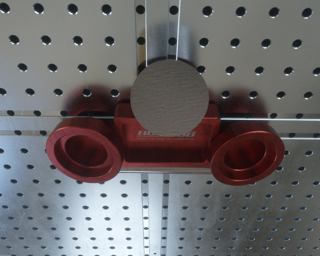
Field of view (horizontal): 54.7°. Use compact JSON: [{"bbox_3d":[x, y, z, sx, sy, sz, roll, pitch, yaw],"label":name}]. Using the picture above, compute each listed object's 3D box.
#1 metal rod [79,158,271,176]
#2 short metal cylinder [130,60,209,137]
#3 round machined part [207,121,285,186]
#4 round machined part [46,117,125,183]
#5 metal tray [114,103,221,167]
[{"bbox_3d":[0.010,0.055,0.453,0.302,0.025,0.025,1,130,-2],"label":"metal rod"},{"bbox_3d":[0.010,-0.035,0.341,0.081,0.050,0.079,0,104,0],"label":"short metal cylinder"},{"bbox_3d":[0.110,0.029,0.415,0.099,0.042,0.097,-5,129,-6],"label":"round machined part"},{"bbox_3d":[-0.094,0.025,0.409,0.099,0.042,0.097,5,128,6],"label":"round machined part"},{"bbox_3d":[0.008,0.012,0.413,0.131,0.030,0.089,0,131,-1],"label":"metal tray"}]
